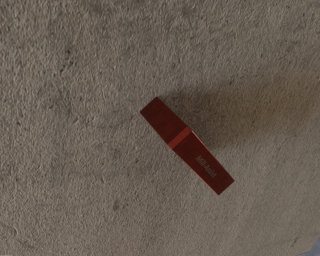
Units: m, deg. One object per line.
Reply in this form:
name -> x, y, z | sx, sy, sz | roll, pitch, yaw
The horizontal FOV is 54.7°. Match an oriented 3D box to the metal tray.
metal tray -> 0.036, 0.025, 0.403 | 0.030, 0.090, 0.130 | -43, 130, 1
